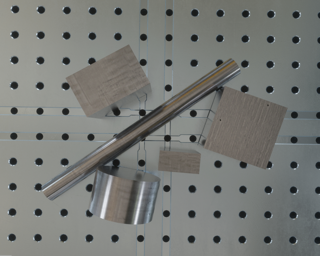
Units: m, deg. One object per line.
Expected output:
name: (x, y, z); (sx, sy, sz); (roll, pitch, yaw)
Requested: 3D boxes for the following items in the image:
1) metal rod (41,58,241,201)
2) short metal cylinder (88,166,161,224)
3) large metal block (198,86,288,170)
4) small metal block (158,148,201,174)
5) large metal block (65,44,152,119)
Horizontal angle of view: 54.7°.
metal rod: (-0.024, 0.001, 0.412); (0.301, 0.025, 0.025); (-34, 90, -1)
short metal cylinder: (-0.044, 0.081, 0.385); (0.080, 0.080, 0.050); (12, 90, -1)
large metal block: (0.103, 0.000, 0.400); (0.080, 0.050, 0.080); (19, 90, -1)
small metal block: (0.024, 0.041, 0.401); (0.050, 0.050, 0.025); (5, 90, -1)
large metal block: (-0.058, -0.053, 0.386); (0.080, 0.080, 0.050); (-28, 90, 0)
